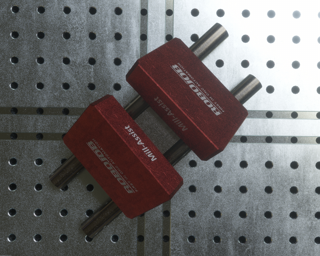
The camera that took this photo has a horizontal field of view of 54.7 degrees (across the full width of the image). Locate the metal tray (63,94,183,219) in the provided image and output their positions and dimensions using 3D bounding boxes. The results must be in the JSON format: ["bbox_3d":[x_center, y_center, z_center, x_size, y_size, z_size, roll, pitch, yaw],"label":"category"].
[{"bbox_3d":[-0.046,0.037,0.359,0.130,0.030,0.090,50,133,-1],"label":"metal tray"}]

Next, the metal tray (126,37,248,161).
[{"bbox_3d":[0.035,-0.037,0.359,0.130,0.030,0.090,47,46,0],"label":"metal tray"}]

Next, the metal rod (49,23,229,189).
[{"bbox_3d":[-0.027,-0.030,0.413,0.300,0.025,0.025,-43,91,-1],"label":"metal rod"}]

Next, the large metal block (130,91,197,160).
[{"bbox_3d":[0.001,-0.002,0.385,0.080,0.080,0.050,-42,91,0],"label":"large metal block"}]

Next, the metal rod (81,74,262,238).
[{"bbox_3d":[0.016,0.037,0.414,0.300,0.025,0.025,-42,91,-1],"label":"metal rod"}]
